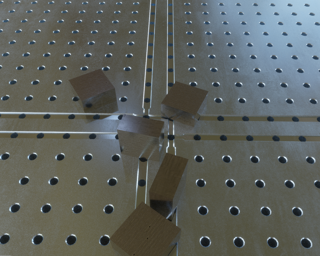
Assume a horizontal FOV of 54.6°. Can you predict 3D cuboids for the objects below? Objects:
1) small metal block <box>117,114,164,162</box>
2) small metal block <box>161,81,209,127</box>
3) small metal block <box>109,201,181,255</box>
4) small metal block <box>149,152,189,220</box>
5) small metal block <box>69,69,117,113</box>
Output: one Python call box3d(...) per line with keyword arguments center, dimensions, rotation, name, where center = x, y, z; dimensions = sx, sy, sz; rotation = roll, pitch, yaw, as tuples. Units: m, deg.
box3d(center=(-0.022, 0.013, 0.381), dimensions=(0.050, 0.050, 0.025), rotation=(11, 51, 9), name="small metal block")
box3d(center=(0.035, -0.034, 0.437), dimensions=(0.050, 0.025, 0.050), rotation=(20, 53, 16), name="small metal block")
box3d(center=(-0.014, 0.112, 0.314), dimensions=(0.050, 0.025, 0.050), rotation=(30, 56, 23), name="small metal block")
box3d(center=(0.010, 0.064, 0.338), dimensions=(0.025, 0.050, 0.050), rotation=(16, 52, 13), name="small metal block")
box3d(center=(-0.098, -0.055, 0.454), dimensions=(0.050, 0.025, 0.050), rotation=(-25, 54, -19), name="small metal block")
